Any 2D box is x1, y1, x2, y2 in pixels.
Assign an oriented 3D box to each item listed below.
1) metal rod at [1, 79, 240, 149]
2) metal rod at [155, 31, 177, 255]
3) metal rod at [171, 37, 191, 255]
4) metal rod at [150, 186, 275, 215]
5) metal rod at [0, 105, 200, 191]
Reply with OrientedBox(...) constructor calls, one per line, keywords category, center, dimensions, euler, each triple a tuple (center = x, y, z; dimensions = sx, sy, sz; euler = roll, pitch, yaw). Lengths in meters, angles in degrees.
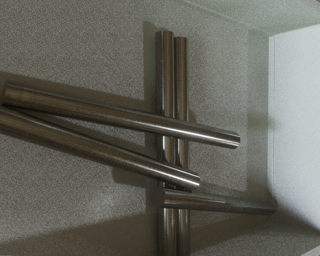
OrientedBox(category="metal rod", center=(-0.018, -0.007, 0.366), dimensions=(0.302, 0.025, 0.025), euler=(12, 83, -32))
OrientedBox(category="metal rod", center=(0.008, 0.024, 0.412), dimensions=(0.025, 0.025, 0.298), euler=(-2, 91, -40))
OrientedBox(category="metal rod", center=(0.028, 0.027, 0.428), dimensions=(0.025, 0.025, 0.298), euler=(-1, 91, -40))
OrientedBox(category="metal rod", center=(0.100, 0.115, 0.469), dimensions=(0.302, 0.025, 0.025), euler=(19, 78, -44))
OrientedBox(category="metal rod", center=(-0.073, 0.022, 0.328), dimensions=(0.302, 0.025, 0.025), euler=(23, 76, -32))
